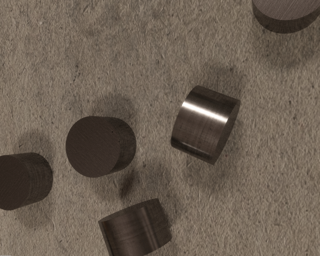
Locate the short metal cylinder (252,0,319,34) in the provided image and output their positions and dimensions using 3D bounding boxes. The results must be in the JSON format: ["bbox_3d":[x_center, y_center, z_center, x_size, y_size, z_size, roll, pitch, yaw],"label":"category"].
[{"bbox_3d":[0.144,-0.152,0.345,0.080,0.050,0.079,0,90,19],"label":"short metal cylinder"}]

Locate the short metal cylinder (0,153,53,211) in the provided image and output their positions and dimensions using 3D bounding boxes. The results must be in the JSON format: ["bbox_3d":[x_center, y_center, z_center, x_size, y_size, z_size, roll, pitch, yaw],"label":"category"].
[{"bbox_3d":[-0.212,0.079,0.468,0.080,0.050,0.079,0,90,19],"label":"short metal cylinder"}]

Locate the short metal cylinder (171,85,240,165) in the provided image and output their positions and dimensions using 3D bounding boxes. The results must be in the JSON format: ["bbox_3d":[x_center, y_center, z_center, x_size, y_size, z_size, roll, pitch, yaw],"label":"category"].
[{"bbox_3d":[0.054,-0.004,0.360,0.050,0.080,0.080,23,98,18],"label":"short metal cylinder"}]

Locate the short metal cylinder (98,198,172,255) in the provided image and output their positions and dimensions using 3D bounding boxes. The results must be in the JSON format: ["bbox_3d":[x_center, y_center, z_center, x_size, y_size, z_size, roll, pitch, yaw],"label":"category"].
[{"bbox_3d":[-0.031,0.127,0.390,0.080,0.080,0.050,-23,83,18],"label":"short metal cylinder"}]

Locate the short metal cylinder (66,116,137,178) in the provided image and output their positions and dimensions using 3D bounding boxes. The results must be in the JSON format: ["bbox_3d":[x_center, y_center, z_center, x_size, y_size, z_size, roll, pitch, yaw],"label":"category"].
[{"bbox_3d":[-0.079,0.024,0.422,0.080,0.050,0.079,0,90,19],"label":"short metal cylinder"}]
